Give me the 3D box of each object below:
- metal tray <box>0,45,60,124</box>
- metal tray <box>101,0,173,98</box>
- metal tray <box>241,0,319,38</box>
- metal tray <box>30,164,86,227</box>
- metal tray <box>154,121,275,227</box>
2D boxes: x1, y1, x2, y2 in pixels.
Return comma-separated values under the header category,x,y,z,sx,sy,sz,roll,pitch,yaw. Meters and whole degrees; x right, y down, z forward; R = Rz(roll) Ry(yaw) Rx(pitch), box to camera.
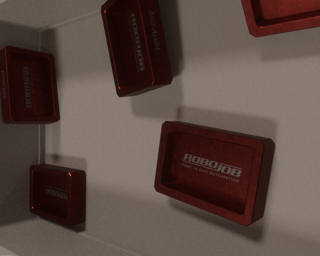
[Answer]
category,x,y,z,sx,sy,sz,roll,pitch,yaw
metal tray,-0.232,-0.073,0.552,0.030,0.091,0.129,-12,82,39
metal tray,-0.033,-0.112,0.404,0.090,0.030,0.129,-10,91,53
metal tray,0.133,-0.134,0.261,0.130,0.030,0.090,1,129,39
metal tray,-0.185,0.115,0.552,0.130,0.030,0.089,1,91,39
metal tray,0.056,0.045,0.355,0.130,0.030,0.089,12,98,39
